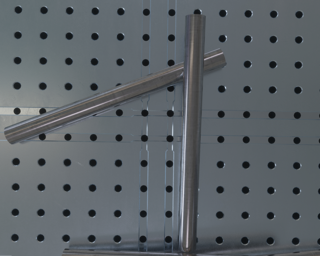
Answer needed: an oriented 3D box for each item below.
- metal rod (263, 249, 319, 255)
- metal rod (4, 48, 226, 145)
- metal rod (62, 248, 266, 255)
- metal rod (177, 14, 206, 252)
[{"bbox_3d":[0.075,0.189,0.413,0.302,0.025,0.025,-5,90,0],"label":"metal rod"},{"bbox_3d":[-0.058,-0.042,0.412,0.301,0.025,0.025,-20,90,0],"label":"metal rod"},{"bbox_3d":[0.023,0.173,0.397,0.301,0.025,0.025,0,90,6],"label":"metal rod"},{"bbox_3d":[0.040,0.011,0.397,0.025,0.025,0.298,2,96,0],"label":"metal rod"}]
